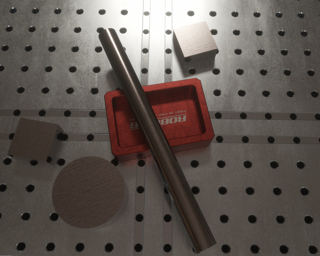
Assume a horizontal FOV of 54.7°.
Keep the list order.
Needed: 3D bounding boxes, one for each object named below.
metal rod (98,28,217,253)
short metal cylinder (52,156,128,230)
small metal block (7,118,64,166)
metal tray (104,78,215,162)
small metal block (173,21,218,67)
[{"bbox_3d":[-0.011,0.000,0.378,0.025,0.025,0.299,-23,72,-8],"label":"metal rod"},{"bbox_3d":[-0.080,0.079,0.369,0.081,0.050,0.080,0,70,0],"label":"short metal cylinder"},{"bbox_3d":[-0.161,0.018,0.403,0.050,0.025,0.050,10,70,3],"label":"small metal block"},{"bbox_3d":[-0.002,-0.012,0.413,0.131,0.030,0.090,-10,70,-4],"label":"metal tray"},{"bbox_3d":[0.051,-0.125,0.458,0.050,0.025,0.050,-16,71,-6],"label":"small metal block"}]
